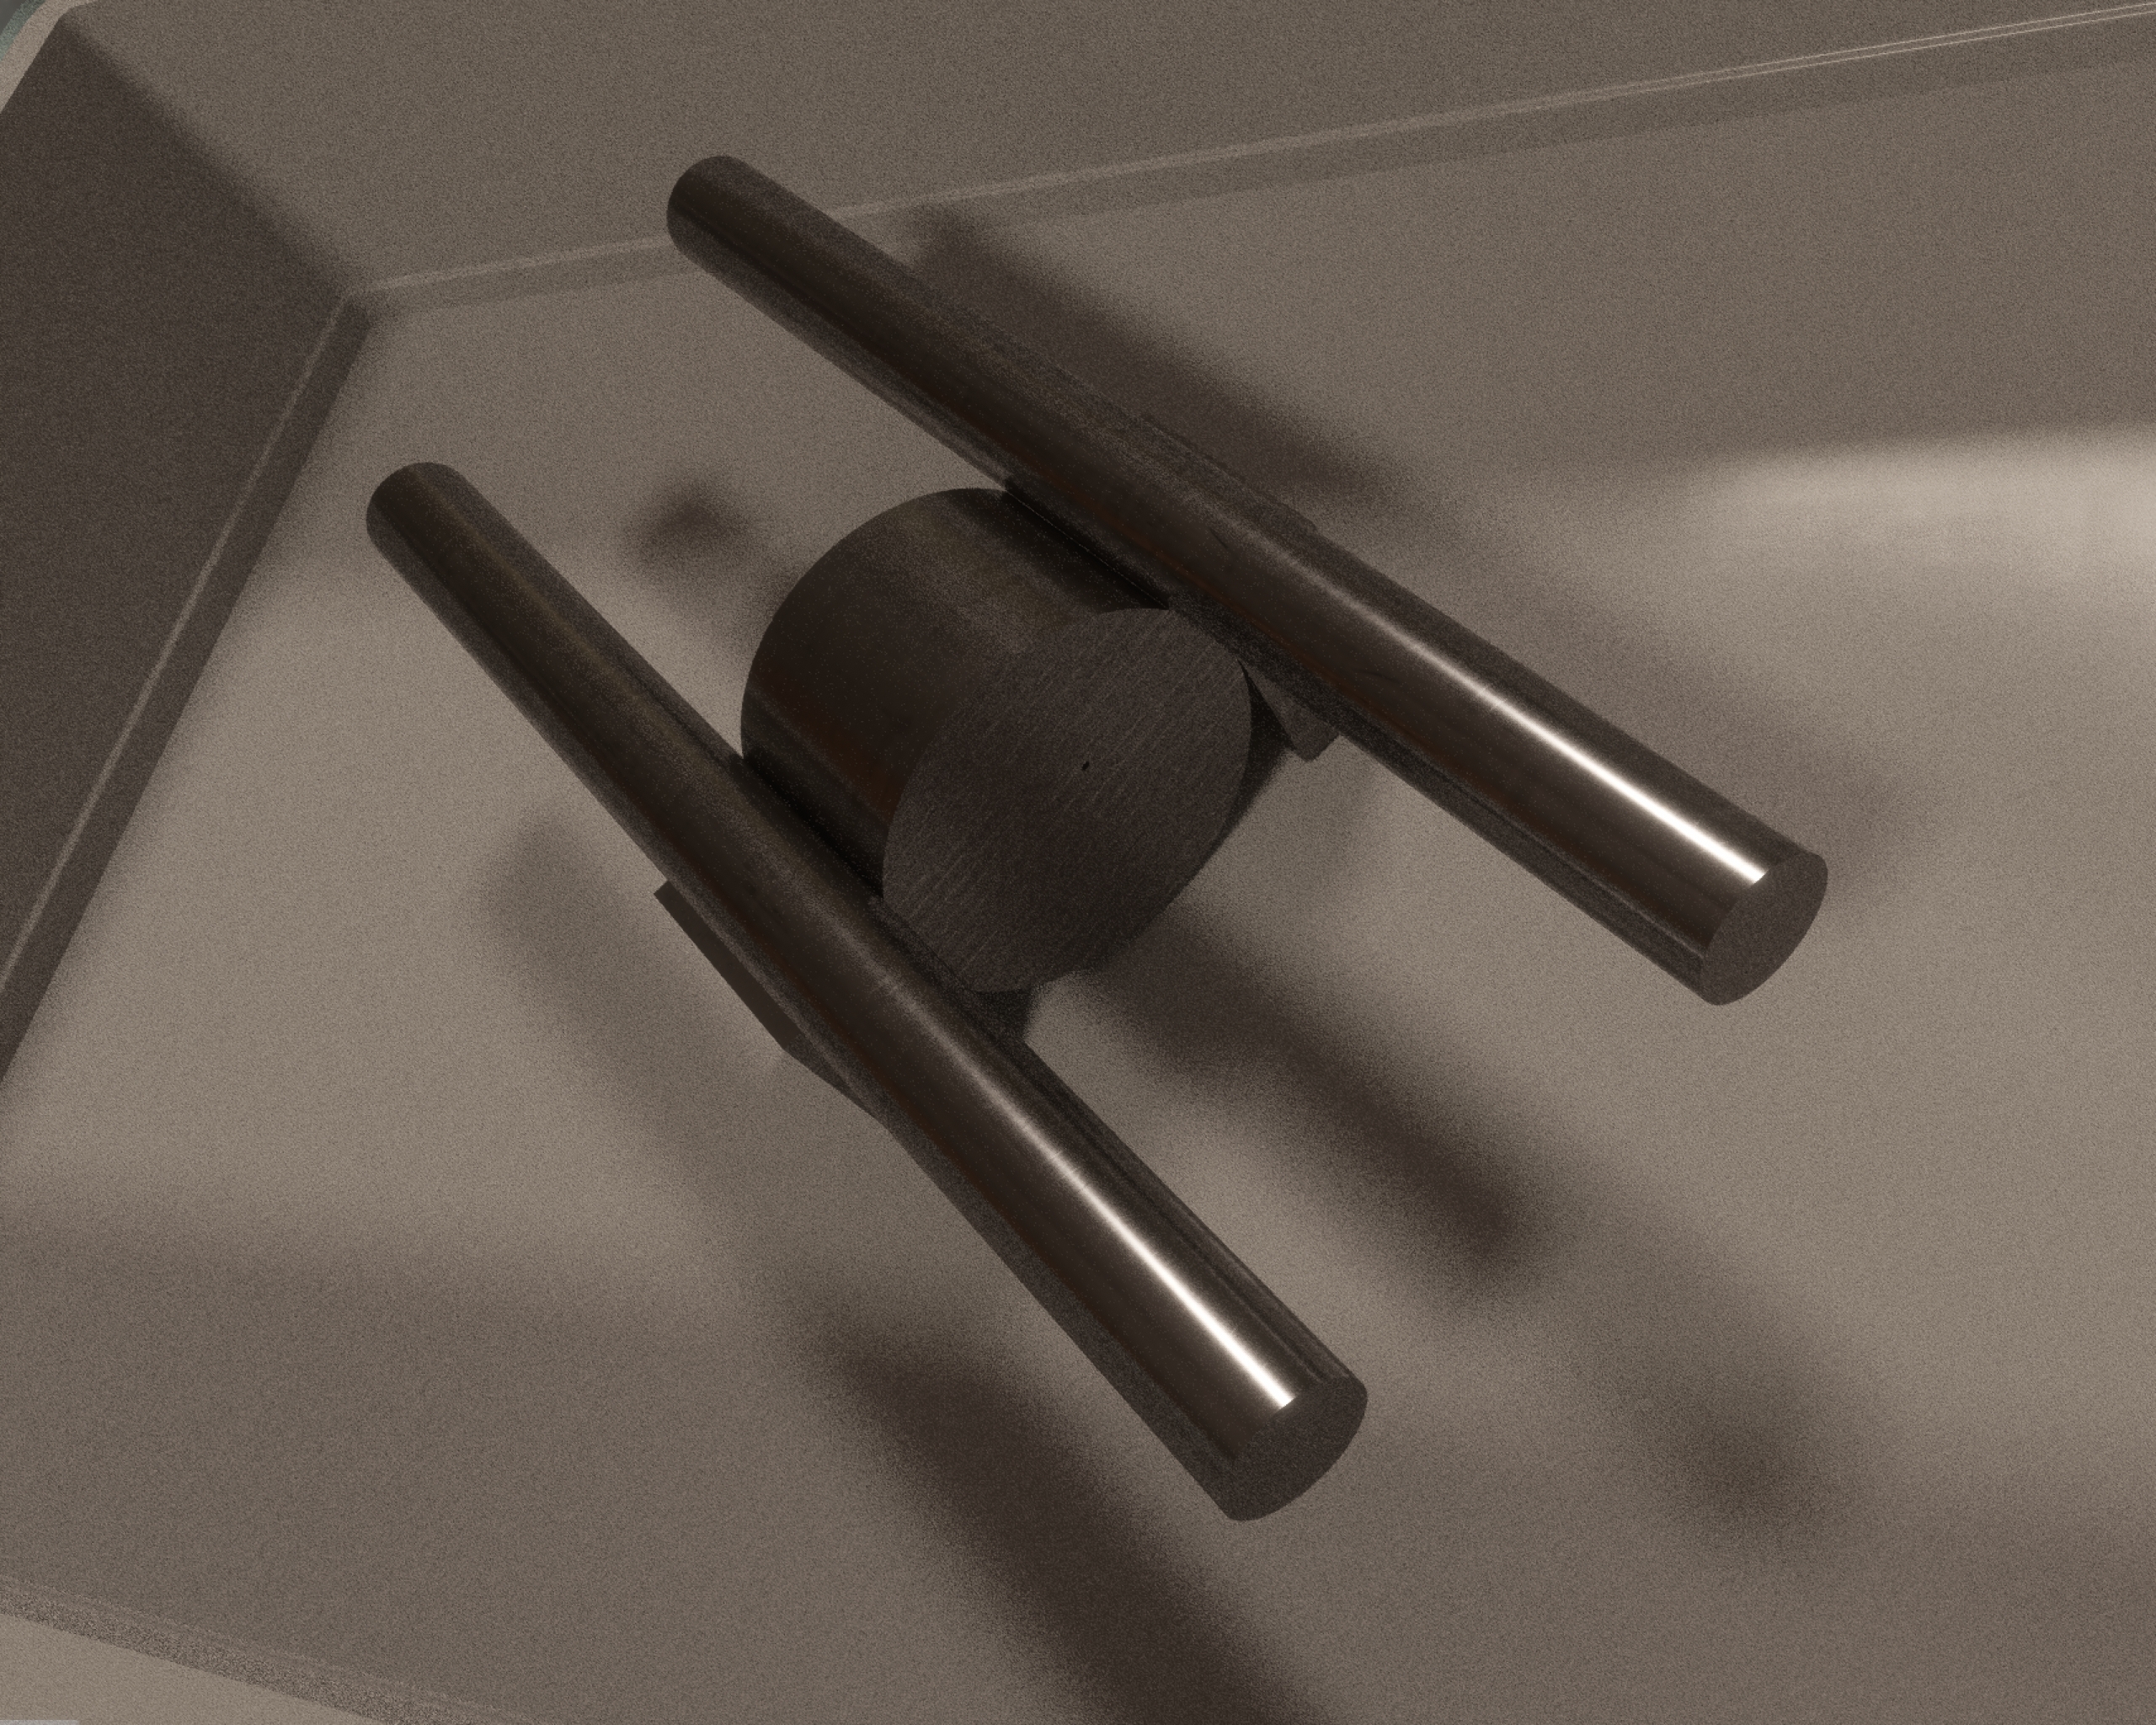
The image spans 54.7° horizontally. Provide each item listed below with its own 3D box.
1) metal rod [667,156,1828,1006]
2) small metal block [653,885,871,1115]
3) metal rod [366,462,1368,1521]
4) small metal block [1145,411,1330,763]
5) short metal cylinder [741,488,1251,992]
[{"bbox_3d":[0.006,-0.069,0.378,0.025,0.025,0.300,-45,51,-4],"label":"metal rod"},{"bbox_3d":[-0.046,0.022,0.397,0.025,0.050,0.050,-45,51,-3],"label":"small metal block"},{"bbox_3d":[-0.059,0.000,0.370,0.025,0.025,0.300,-45,51,-4],"label":"metal rod"},{"bbox_3d":[0.029,-0.053,0.403,0.025,0.050,0.050,-45,51,-3],"label":"small metal block"},{"bbox_3d":[-0.015,-0.023,0.389,0.080,0.080,0.050,-45,51,-3],"label":"short metal cylinder"}]
